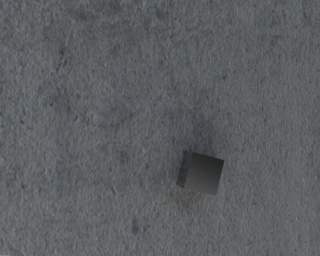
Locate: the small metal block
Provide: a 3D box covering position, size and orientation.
[{"bbox_3d":[0.056,0.062,0.429,0.050,0.025,0.050,16,85,-19],"label":"small metal block"}]
